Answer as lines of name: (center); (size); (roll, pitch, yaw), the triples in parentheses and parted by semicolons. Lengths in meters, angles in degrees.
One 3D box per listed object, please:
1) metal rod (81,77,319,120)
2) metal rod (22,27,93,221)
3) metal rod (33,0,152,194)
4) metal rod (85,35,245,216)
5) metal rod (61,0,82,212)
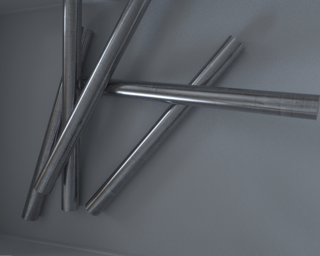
metal rod: (0.024, -0.041, 0.374); (0.300, 0.025, 0.025); (9, 93, 29)
metal rod: (-0.155, -0.003, 0.463); (0.025, 0.025, 0.298); (20, 97, 18)
metal rod: (-0.089, -0.045, 0.406); (0.025, 0.025, 0.299); (31, 98, 17)
metal rod: (-0.001, 0.006, 0.409); (0.025, 0.025, 0.299); (44, 103, 14)
metal rod: (-0.125, -0.029, 0.435); (0.025, 0.025, 0.298); (6, 98, 19)
